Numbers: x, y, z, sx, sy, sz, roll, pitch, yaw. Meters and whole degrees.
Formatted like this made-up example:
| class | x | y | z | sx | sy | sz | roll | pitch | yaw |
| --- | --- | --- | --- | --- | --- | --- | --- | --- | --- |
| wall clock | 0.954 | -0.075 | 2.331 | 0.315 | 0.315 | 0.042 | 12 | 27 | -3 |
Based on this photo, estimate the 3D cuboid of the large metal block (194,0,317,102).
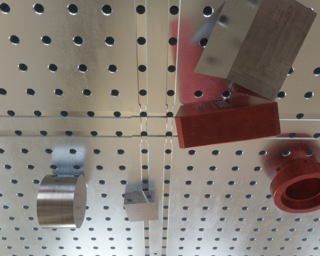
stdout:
| class | x | y | z | sx | sy | sz | roll | pitch | yaw |
| --- | --- | --- | --- | --- | --- | --- | --- | --- | --- |
| large metal block | 0.083 | -0.077 | 0.292 | 0.050 | 0.080 | 0.080 | 22 | 98 | -17 |

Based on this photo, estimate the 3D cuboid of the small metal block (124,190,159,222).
| class | x | y | z | sx | sy | sz | roll | pitch | yaw |
| --- | --- | --- | --- | --- | --- | --- | --- | --- | --- |
| small metal block | -0.031 | 0.132 | 0.524 | 0.050 | 0.025 | 0.050 | -6 | 130 | 4 |

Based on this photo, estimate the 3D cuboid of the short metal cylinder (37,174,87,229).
| class | x | y | z | sx | sy | sz | roll | pitch | yaw |
| --- | --- | --- | --- | --- | --- | --- | --- | --- | --- |
| short metal cylinder | -0.145 | 0.110 | 0.468 | 0.050 | 0.080 | 0.079 | 0 | 130 | 0 |

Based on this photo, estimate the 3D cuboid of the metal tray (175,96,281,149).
| class | x | y | z | sx | sy | sz | roll | pitch | yaw |
| --- | --- | --- | --- | --- | --- | --- | --- | --- | --- |
| metal tray | 0.066 | -0.011 | 0.336 | 0.090 | 0.130 | 0.030 | -8 | 98 | 7 |

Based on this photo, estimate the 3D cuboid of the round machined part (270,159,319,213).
| class | x | y | z | sx | sy | sz | roll | pitch | yaw |
| --- | --- | --- | --- | --- | --- | --- | --- | --- | --- |
| round machined part | 0.218 | 0.085 | 0.475 | 0.099 | 0.042 | 0.097 | 0 | 130 | 0 |
